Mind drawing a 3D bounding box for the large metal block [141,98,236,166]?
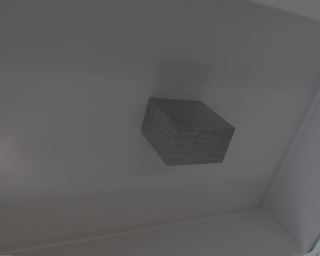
[{"bbox_3d":[0.032,0.003,0.392,0.081,0.080,0.050,1,118,-29],"label":"large metal block"}]
